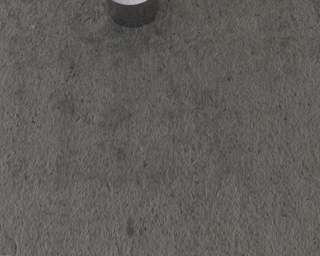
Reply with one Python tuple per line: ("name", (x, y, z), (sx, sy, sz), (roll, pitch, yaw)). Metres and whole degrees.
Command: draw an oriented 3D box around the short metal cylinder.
("short metal cylinder", (-0.042, -0.200, 0.468), (0.081, 0.050, 0.080), (0, 70, 0))
